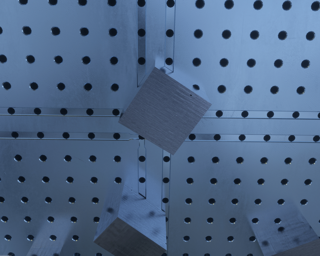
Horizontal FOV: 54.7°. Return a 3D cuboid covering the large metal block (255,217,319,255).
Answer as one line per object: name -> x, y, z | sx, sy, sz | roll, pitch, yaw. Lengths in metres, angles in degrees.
large metal block -> 0.204, 0.196, 0.475 | 0.080, 0.050, 0.080 | -24, 109, 8

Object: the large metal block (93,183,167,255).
large metal block -> -0.038, 0.138, 0.434 | 0.080, 0.080, 0.050 | 39, 105, -13

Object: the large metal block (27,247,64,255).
large metal block -> -0.180, 0.242, 0.471 | 0.050, 0.080, 0.079 | -1, 110, 0

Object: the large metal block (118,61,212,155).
large metal block -> 0.005, -0.026, 0.391 | 0.080, 0.050, 0.080 | 32, 107, -12
